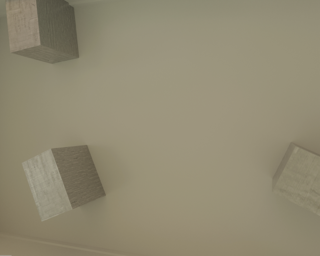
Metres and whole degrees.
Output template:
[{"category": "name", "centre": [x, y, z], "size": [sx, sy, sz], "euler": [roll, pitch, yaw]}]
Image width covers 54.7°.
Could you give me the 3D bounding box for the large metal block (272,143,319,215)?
[{"category": "large metal block", "centre": [0.167, 0.056, 0.322], "size": [0.080, 0.080, 0.050], "euler": [26, 99, 18]}]

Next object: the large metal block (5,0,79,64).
[{"category": "large metal block", "centre": [-0.164, -0.142, 0.439], "size": [0.050, 0.080, 0.080], "euler": [-7, 88, 21]}]

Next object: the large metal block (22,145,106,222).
[{"category": "large metal block", "centre": [-0.129, 0.072, 0.427], "size": [0.050, 0.080, 0.080], "euler": [-25, 82, 18]}]
